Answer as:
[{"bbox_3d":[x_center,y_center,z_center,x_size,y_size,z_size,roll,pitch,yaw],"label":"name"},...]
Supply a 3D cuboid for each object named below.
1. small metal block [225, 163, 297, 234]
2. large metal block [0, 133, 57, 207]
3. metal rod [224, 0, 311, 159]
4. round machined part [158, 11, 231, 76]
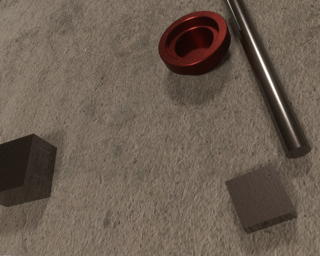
[{"bbox_3d":[0.100,0.071,0.308,0.050,0.025,0.050,-24,53,13],"label":"small metal block"},{"bbox_3d":[-0.205,0.063,0.454,0.080,0.050,0.080,-16,55,19],"label":"large metal block"},{"bbox_3d":[0.123,-0.098,0.398,0.025,0.025,0.299,-20,54,16],"label":"metal rod"},{"bbox_3d":[0.051,-0.113,0.435,0.098,0.042,0.098,-13,56,20],"label":"round machined part"}]
